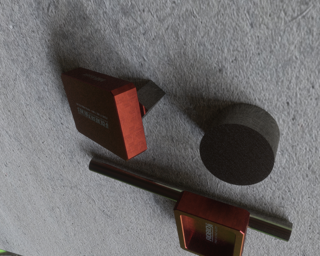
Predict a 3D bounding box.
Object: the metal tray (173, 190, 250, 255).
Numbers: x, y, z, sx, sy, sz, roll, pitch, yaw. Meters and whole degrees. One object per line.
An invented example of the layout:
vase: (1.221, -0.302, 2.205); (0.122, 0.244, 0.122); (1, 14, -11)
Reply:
metal tray: (0.071, 0.144, 0.430); (0.090, 0.030, 0.129); (14, 141, 21)

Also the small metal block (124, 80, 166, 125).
small metal block: (-0.026, -0.026, 0.386); (0.025, 0.050, 0.050); (43, 129, -2)

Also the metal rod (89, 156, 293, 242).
metal rod: (0.031, 0.096, 0.448); (0.301, 0.025, 0.025); (16, 125, 18)

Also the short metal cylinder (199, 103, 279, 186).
short metal cylinder: (0.091, 0.018, 0.353); (0.080, 0.050, 0.079); (13, 124, 20)

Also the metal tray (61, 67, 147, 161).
metal tray: (-0.074, -0.022, 0.394); (0.130, 0.030, 0.089); (23, 131, 45)
